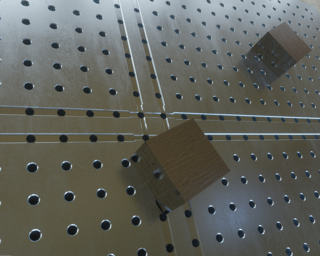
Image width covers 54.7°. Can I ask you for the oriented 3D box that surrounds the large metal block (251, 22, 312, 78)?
[{"bbox_3d":[0.245,-0.158,0.624,0.081,0.050,0.080,-35,81,-39],"label":"large metal block"}]

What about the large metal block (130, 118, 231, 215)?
[{"bbox_3d":[0.024,0.045,0.379,0.081,0.050,0.080,-25,76,-37],"label":"large metal block"}]
